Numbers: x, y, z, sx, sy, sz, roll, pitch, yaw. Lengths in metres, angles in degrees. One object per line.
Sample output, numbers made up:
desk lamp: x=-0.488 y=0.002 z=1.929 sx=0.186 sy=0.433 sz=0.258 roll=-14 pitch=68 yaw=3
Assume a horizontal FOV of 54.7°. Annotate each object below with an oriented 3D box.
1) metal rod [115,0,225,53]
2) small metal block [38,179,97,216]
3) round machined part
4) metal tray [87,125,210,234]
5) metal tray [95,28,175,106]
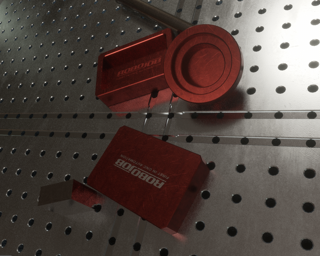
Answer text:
metal rod: x=0.012 y=-0.176 z=0.508 sx=0.025 sy=0.025 sz=0.300 roll=-46 pitch=51 yaw=-4
small metal block: x=-0.117 y=0.090 z=0.396 sx=0.050 sy=0.050 sz=0.025 roll=-16 pitch=56 yaw=19
round machined part: x=0.058 y=-0.078 z=0.398 sx=0.098 sy=0.042 sz=0.097 roll=0 pitch=89 yaw=23
metal tray: x=-0.018 y=0.057 z=0.378 sx=0.130 sy=0.030 sz=0.090 roll=20 pitch=72 yaw=35
metal tray: x=-0.034 y=-0.093 z=0.478 sx=0.130 sy=0.030 sz=0.090 roll=-16 pitch=55 yaw=19
